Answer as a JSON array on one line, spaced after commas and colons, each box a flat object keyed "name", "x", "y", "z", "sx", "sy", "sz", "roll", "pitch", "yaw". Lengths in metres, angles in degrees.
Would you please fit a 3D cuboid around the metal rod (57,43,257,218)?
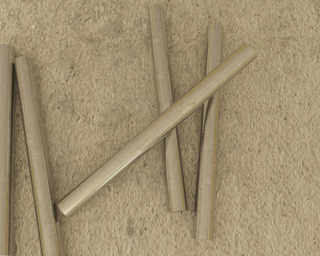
[{"name": "metal rod", "x": -0.001, "y": 0.000, "z": 0.382, "sx": 0.300, "sy": 0.025, "sz": 0.025, "roll": -41, "pitch": 75, "yaw": -4}]

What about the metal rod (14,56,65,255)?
[{"name": "metal rod", "x": -0.153, "y": 0.041, "z": 0.392, "sx": 0.025, "sy": 0.025, "sz": 0.299, "roll": -15, "pitch": 71, "yaw": -5}]

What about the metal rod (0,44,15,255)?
[{"name": "metal rod", "x": -0.201, "y": 0.025, "z": 0.397, "sx": 0.025, "sy": 0.025, "sz": 0.299, "roll": -8, "pitch": 70, "yaw": -3}]

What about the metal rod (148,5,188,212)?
[{"name": "metal rod", "x": 0.007, "y": -0.040, "z": 0.422, "sx": 0.025, "sy": 0.025, "sz": 0.299, "roll": -5, "pitch": 70, "yaw": -2}]

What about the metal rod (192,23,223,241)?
[{"name": "metal rod", "x": 0.066, "y": -0.010, "z": 0.411, "sx": 0.025, "sy": 0.025, "sz": 0.299, "roll": 6, "pitch": 70, "yaw": 2}]
